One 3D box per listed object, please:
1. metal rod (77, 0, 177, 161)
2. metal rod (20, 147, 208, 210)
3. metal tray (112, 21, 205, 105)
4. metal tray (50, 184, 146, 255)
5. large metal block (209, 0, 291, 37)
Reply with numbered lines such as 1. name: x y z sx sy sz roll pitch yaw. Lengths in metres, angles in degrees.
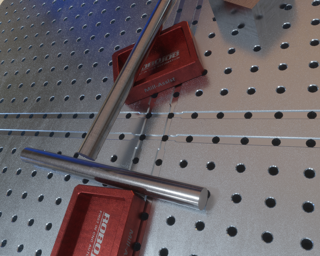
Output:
1. metal rod: -0.036 -0.093 0.442 0.025 0.025 0.300 12 67 33
2. metal rod: -0.081 0.060 0.412 0.300 0.025 0.025 8 66 31
3. metal tray: -0.007 -0.098 0.467 0.130 0.030 0.090 -20 54 15
4. metal tray: -0.077 0.135 0.360 0.090 0.030 0.130 0 62 28
5. large metal block: 0.129 -0.187 0.439 0.080 0.050 0.080 -48 52 -6
